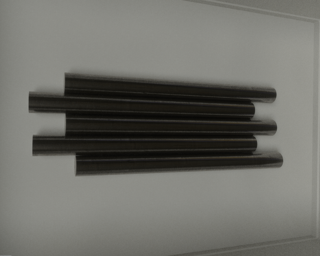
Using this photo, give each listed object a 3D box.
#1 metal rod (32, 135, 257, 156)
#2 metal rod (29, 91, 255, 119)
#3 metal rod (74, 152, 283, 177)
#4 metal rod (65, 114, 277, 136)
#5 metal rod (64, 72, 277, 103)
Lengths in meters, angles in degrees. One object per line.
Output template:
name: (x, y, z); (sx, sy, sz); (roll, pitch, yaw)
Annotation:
metal rod: (-0.004, 0.022, 0.408); (0.303, 0.025, 0.025); (1, 90, -21)
metal rod: (-0.008, -0.028, 0.407); (0.303, 0.025, 0.025); (1, 90, -21)
metal rod: (0.040, 0.048, 0.425); (0.303, 0.025, 0.025); (1, 90, -21)
metal rod: (0.029, -0.002, 0.421); (0.303, 0.025, 0.025); (1, 90, -21)
metal rod: (0.028, -0.052, 0.420); (0.303, 0.025, 0.025); (1, 90, -21)
